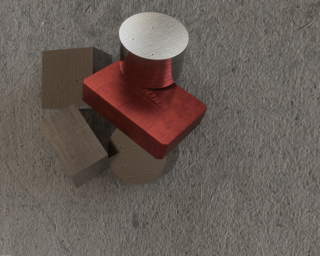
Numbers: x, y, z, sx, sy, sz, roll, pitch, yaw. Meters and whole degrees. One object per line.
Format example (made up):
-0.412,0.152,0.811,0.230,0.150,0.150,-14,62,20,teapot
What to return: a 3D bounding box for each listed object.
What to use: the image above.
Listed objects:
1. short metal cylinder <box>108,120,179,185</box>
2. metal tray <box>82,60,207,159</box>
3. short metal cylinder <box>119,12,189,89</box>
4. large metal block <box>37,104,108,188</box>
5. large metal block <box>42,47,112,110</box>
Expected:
-0.020,0.030,0.405,0.080,0.050,0.080,0,90,20,short metal cylinder
-0.020,-0.032,0.384,0.130,0.091,0.030,37,142,16,metal tray
-0.009,-0.095,0.379,0.081,0.050,0.080,3,57,-5,short metal cylinder
-0.113,0.027,0.413,0.050,0.080,0.080,-32,78,-19,large metal block
-0.116,-0.066,0.436,0.080,0.050,0.080,1,90,20,large metal block
